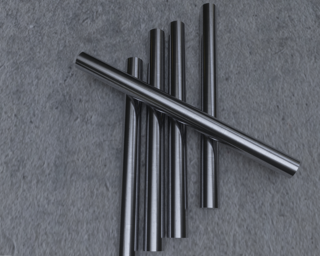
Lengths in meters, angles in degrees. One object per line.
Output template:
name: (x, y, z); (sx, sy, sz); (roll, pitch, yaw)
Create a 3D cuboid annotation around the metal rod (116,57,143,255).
metal rod: (-0.037, 0.046, 0.390); (0.025, 0.025, 0.299); (0, 70, 0)

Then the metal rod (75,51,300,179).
metal rod: (0.026, -0.021, 0.388); (0.301, 0.025, 0.025); (28, 72, 9)

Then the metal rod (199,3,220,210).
metal rod: (0.067, -0.043, 0.424); (0.025, 0.025, 0.299); (3, 70, 1)

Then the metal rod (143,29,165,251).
metal rod: (-0.006, 0.001, 0.407); (0.025, 0.025, 0.299); (0, 70, 0)

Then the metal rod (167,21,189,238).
metal rod: (0.023, -0.012, 0.412); (0.025, 0.025, 0.299); (1, 70, 0)
